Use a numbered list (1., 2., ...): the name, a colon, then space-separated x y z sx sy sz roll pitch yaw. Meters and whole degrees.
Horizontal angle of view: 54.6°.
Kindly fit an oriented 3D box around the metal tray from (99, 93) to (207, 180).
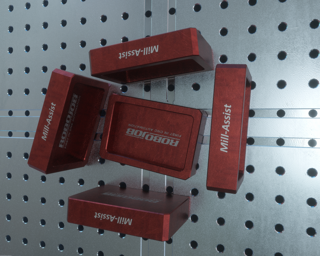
1. metal tray: -0.011 0.009 0.413 0.130 0.030 0.090 12 94 19

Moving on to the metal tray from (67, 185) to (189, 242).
1. metal tray: -0.037 0.102 0.392 0.130 0.090 0.030 4 92 20

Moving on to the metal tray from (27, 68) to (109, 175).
1. metal tray: -0.121 -0.008 0.421 0.030 0.090 0.129 19 96 19

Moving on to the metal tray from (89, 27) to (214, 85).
1. metal tray: -0.008 -0.083 0.381 0.130 0.090 0.030 -7 88 20

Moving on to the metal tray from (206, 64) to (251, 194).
1. metal tray: 0.080 0.000 0.350 0.030 0.090 0.129 5 92 20
